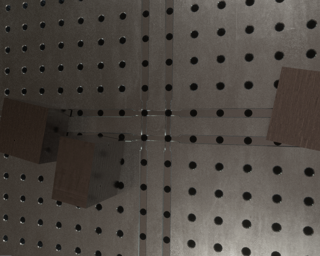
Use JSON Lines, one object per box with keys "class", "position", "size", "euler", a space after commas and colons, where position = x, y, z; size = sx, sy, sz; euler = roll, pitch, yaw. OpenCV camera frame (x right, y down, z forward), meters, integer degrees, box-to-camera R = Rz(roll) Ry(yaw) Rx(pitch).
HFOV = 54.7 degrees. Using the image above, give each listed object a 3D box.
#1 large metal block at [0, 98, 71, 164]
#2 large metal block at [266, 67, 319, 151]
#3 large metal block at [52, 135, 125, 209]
{"class": "large metal block", "position": [-0.189, 0.003, 0.464], "size": [0.080, 0.050, 0.079], "euler": [13, 94, 19]}
{"class": "large metal block", "position": [0.167, -0.018, 0.341], "size": [0.080, 0.050, 0.079], "euler": [12, 94, 19]}
{"class": "large metal block", "position": [-0.093, 0.053, 0.415], "size": [0.050, 0.080, 0.079], "euler": [10, 93, 19]}
